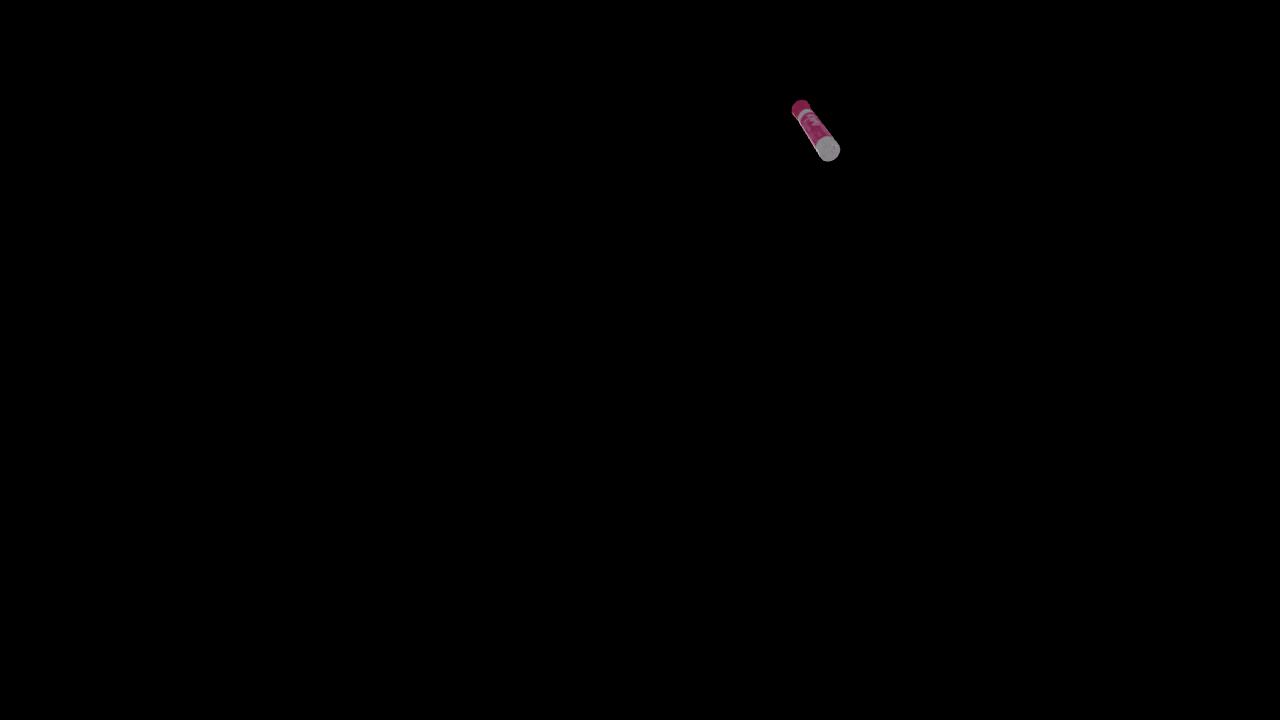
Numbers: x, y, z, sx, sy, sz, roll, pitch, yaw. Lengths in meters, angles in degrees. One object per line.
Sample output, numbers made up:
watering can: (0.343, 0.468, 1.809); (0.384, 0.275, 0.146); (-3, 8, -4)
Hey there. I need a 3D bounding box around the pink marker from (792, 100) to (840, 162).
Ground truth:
pink marker: (0.170, -0.227, 0.602); (0.020, 0.020, 0.121); (0, 40, -3)
